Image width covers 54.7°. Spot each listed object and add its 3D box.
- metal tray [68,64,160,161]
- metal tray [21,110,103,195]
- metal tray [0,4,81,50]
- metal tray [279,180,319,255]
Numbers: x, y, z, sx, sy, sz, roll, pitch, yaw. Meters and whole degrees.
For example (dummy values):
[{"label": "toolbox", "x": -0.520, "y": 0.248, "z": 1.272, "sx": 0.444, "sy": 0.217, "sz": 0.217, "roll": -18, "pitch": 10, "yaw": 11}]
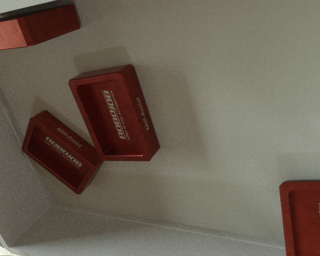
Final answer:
[{"label": "metal tray", "x": -0.061, "y": -0.016, "z": 0.427, "sx": 0.090, "sy": 0.030, "sz": 0.129, "roll": -3, "pitch": 117, "yaw": 29}, {"label": "metal tray", "x": -0.164, "y": 0.043, "z": 0.518, "sx": 0.130, "sy": 0.030, "sz": 0.089, "roll": 38, "pitch": 129, "yaw": 2}, {"label": "metal tray", "x": -0.178, "y": -0.122, "z": 0.384, "sx": 0.130, "sy": 0.090, "sz": 0.030, "roll": 2, "pitch": 119, "yaw": 27}, {"label": "metal tray", "x": 0.187, "y": 0.123, "z": 0.339, "sx": 0.090, "sy": 0.030, "sz": 0.129, "roll": -7, "pitch": 82, "yaw": 30}]
